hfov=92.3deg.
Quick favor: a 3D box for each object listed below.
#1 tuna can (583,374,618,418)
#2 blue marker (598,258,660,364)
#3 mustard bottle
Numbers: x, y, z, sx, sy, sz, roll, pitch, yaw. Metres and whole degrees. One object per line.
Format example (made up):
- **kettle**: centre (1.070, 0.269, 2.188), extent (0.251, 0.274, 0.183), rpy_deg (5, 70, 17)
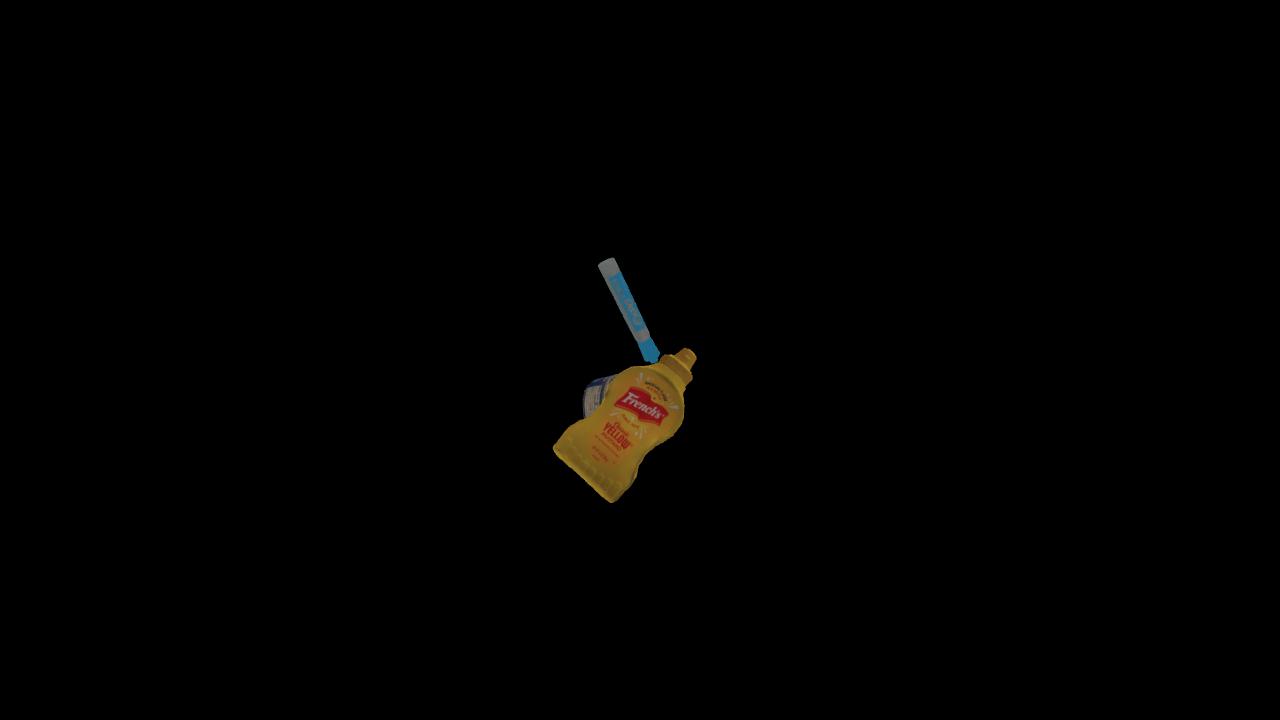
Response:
- **tuna can**: centre (-0.032, 0.061, 0.736), extent (0.034, 0.084, 0.084), rpy_deg (-13, -7, 30)
- **blue marker**: centre (-0.010, -0.049, 0.643), extent (0.020, 0.121, 0.020), rpy_deg (-23, 20, 9)
- **mustard bottle**: centre (-0.002, 0.057, 0.667), extent (0.092, 0.184, 0.054), rpy_deg (40, -13, 10)
